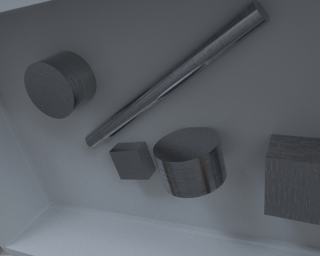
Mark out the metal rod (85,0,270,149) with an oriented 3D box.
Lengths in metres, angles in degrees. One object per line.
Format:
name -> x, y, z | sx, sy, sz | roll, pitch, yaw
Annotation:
metal rod -> -0.004, -0.045, 0.381 | 0.299, 0.025, 0.025 | -33, 100, 38

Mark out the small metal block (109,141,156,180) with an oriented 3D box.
small metal block -> -0.040, 0.049, 0.458 | 0.050, 0.025, 0.050 | -5, 116, 30

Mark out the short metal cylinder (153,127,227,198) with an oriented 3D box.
short metal cylinder -> 0.037, 0.040, 0.377 | 0.080, 0.080, 0.050 | -2, 118, 28

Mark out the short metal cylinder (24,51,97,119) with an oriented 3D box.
short metal cylinder -> -0.136, -0.059, 0.425 | 0.080, 0.050, 0.079 | 13, 124, 20

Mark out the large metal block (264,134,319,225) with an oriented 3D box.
large metal block -> 0.162, 0.057, 0.342 | 0.080, 0.050, 0.079 | 5, 121, 25
